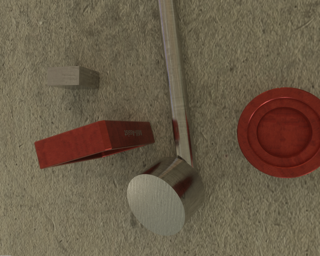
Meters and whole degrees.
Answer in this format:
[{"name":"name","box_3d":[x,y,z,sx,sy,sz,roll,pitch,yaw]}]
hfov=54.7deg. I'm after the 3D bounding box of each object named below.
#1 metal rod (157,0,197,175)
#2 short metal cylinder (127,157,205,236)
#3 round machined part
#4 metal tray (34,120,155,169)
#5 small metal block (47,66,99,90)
[{"name":"metal rod","box_3d":[0.017,-0.090,0.402,0.025,0.025,0.298,-8,87,19]},{"name":"short metal cylinder","box_3d":[0.007,0.082,0.378,0.080,0.050,0.079,13,116,30]},{"name":"round machined part","box_3d":[0.140,0.005,0.351,0.098,0.042,0.097,0,90,19]},{"name":"metal tray","box_3d":[-0.072,0.018,0.377,0.090,0.130,0.030,-17,85,19]},{"name":"small metal block","box_3d":[-0.121,-0.070,0.437,0.050,0.050,0.025,2,91,19]}]
